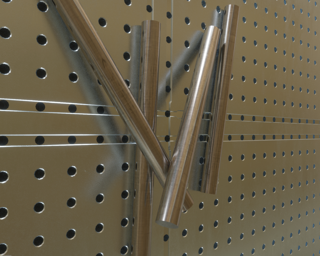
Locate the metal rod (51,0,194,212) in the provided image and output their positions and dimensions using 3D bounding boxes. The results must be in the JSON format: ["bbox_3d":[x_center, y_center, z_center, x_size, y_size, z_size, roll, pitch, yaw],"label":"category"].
[{"bbox_3d":[-0.040,-0.029,0.352,0.025,0.025,0.299,-39,107,-33],"label":"metal rod"}]

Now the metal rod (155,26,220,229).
[{"bbox_3d":[0.044,-0.023,0.400,0.025,0.025,0.300,39,53,-33],"label":"metal rod"}]

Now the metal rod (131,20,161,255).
[{"bbox_3d":[-0.018,0.015,0.393,0.025,0.025,0.298,4,87,-40],"label":"metal rod"}]

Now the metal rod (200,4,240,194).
[{"bbox_3d":[0.095,-0.048,0.487,0.025,0.025,0.299,14,81,-39],"label":"metal rod"}]
